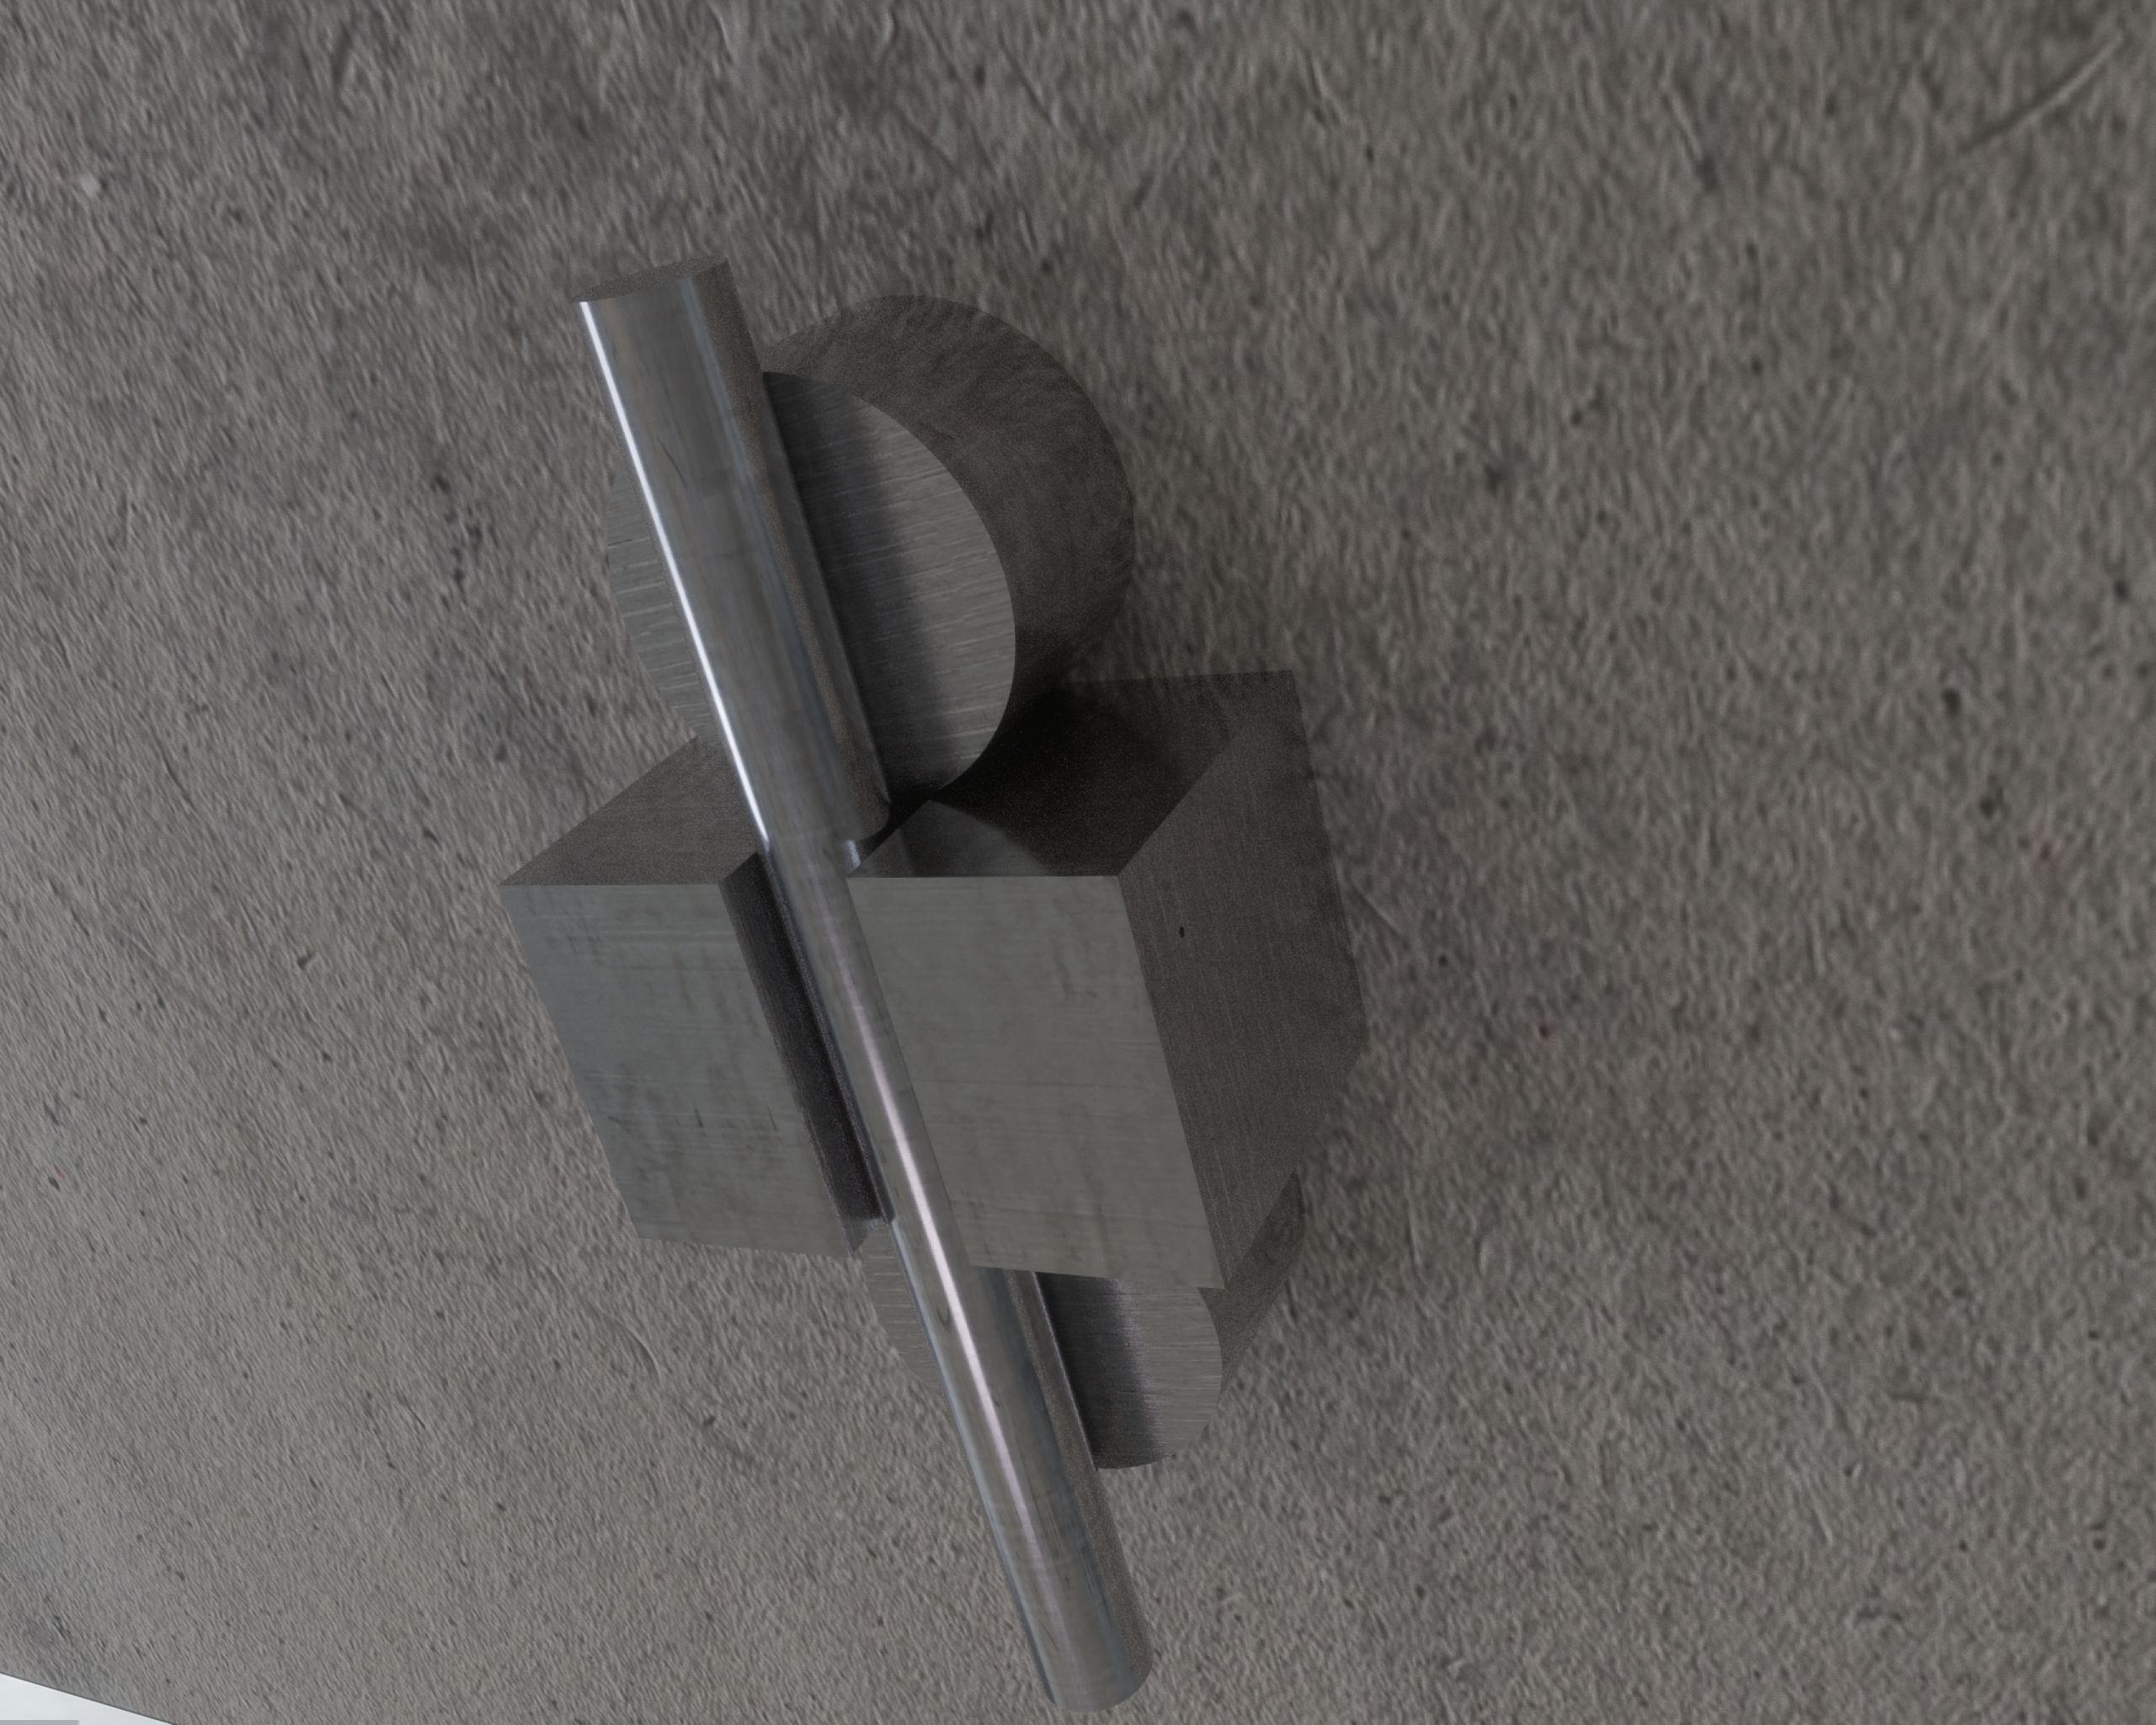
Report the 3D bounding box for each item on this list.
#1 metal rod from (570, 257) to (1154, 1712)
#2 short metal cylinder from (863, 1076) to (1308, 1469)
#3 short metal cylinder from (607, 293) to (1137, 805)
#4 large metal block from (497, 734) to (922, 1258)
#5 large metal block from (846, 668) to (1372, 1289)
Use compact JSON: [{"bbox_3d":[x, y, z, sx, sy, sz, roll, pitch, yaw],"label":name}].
[{"bbox_3d":[-0.031,0.041,0.385,0.025,0.025,0.298,-1,118,28],"label":"metal rod"},{"bbox_3d":[0.002,0.080,0.441,0.080,0.050,0.079,13,123,21],"label":"short metal cylinder"},{"bbox_3d":[-0.036,-0.056,0.376,0.080,0.050,0.079,13,123,21],"label":"short metal cylinder"},{"bbox_3d":[-0.057,0.020,0.415,0.050,0.080,0.080,-1,118,28],"label":"large metal block"},{"bbox_3d":[0.010,0.018,0.379,0.050,0.080,0.080,-1,118,28],"label":"large metal block"}]
